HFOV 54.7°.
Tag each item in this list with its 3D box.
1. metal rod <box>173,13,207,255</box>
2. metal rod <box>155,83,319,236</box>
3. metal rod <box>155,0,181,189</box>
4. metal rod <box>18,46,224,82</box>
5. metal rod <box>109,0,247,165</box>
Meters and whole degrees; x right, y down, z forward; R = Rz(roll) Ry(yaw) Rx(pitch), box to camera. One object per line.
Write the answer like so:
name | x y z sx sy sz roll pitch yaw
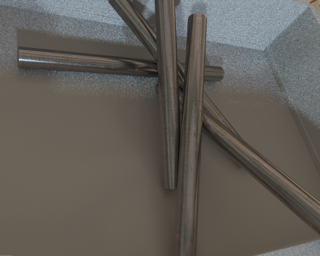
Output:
metal rod | 0.038 -0.002 0.368 0.025 0.025 0.299 12 72 -22
metal rod | 0.089 0.024 0.357 0.025 0.025 0.300 -15 44 -34
metal rod | 0.009 -0.077 0.382 0.025 0.025 0.298 -1 86 -29
metal rod | -0.035 -0.086 0.439 0.303 0.025 0.025 -1 62 -29
metal rod | 0.034 -0.066 0.437 0.300 0.025 0.025 50 51 -3
